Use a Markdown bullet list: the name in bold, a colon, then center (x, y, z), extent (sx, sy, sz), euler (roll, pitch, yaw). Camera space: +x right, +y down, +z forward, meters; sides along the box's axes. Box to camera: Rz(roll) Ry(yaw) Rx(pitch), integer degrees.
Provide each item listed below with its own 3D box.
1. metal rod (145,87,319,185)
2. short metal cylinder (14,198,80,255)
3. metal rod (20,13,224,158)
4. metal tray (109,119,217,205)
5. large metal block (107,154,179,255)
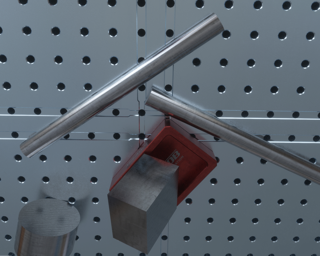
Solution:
- **metal rod**: center (0.121, 0.020, 0.422), extent (0.301, 0.025, 0.025), euler (24, 108, -9)
- **short metal cylinder**: center (-0.158, 0.144, 0.435), extent (0.081, 0.080, 0.050), euler (15, 109, -6)
- **metal rod**: center (-0.055, -0.048, 0.394), extent (0.300, 0.025, 0.025), euler (-32, 107, 10)
- **metal tray**: center (0.003, 0.063, 0.433), extent (0.090, 0.030, 0.130), euler (37, 106, -13)
- **large metal block**: center (-0.018, 0.093, 0.387), extent (0.050, 0.080, 0.079), euler (18, 129, 22)
